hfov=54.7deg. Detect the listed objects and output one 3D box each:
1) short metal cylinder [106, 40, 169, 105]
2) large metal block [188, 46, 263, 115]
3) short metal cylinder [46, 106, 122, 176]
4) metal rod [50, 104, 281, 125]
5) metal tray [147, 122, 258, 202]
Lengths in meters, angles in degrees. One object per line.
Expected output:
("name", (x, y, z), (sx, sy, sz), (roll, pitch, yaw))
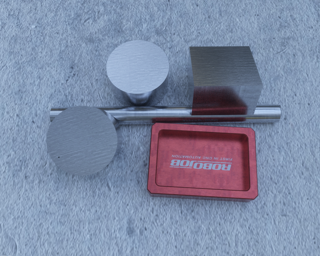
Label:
("short metal cylinder", (-0.029, -0.071, 0.422), (0.081, 0.050, 0.080), (0, 69, 0))
("large metal block", (0.080, -0.063, 0.406), (0.081, 0.050, 0.080), (-1, 49, -1))
("short metal cylinder", (-0.089, 0.014, 0.377), (0.081, 0.050, 0.079), (0, 91, -1))
("metal rod", (0.008, -0.018, 0.417), (0.302, 0.025, 0.025), (-1, 70, -1))
("metal tray", (0.052, 0.043, 0.390), (0.131, 0.030, 0.090), (3, 70, 1))
